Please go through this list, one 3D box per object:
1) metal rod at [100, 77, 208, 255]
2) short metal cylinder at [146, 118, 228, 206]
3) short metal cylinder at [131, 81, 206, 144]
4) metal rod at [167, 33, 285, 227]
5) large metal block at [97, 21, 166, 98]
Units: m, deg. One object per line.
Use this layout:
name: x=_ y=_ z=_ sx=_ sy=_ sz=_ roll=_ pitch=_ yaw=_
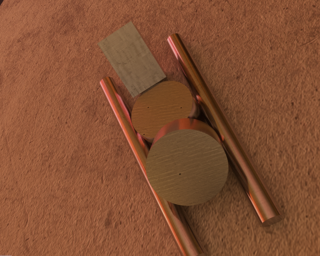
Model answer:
metal rod: x=-0.024 y=0.029 z=0.399 sx=0.025 sy=0.025 sz=0.300 roll=-35 pitch=51 yaw=5
short metal cylinder: x=0.028 y=0.034 z=0.327 sx=0.080 sy=0.080 sz=0.050 roll=-28 pitch=10 yaw=10
short metal cylinder: x=0.011 y=-0.012 z=0.391 sx=0.080 sy=0.050 sz=0.080 roll=-13 pitch=56 yaw=21
metal rod: x=0.065 y=-0.023 z=0.385 sx=0.025 sy=0.025 sz=0.299 roll=-28 pitch=52 yaw=10
large metal block: x=-0.034 y=-0.093 z=0.425 sx=0.050 sy=0.080 sz=0.080 roll=-32 pitch=10 yaw=8
